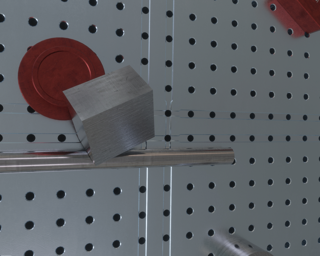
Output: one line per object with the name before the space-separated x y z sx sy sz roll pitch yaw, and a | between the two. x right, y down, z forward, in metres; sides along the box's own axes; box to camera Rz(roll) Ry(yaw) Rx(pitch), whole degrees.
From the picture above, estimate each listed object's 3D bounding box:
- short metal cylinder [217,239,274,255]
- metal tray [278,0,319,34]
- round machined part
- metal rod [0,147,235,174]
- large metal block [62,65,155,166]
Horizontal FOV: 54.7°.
short metal cylinder | 0.126 0.209 0.446 0.081 0.050 0.079 0 90 -20
metal tray | 0.258 -0.232 0.505 0.090 0.030 0.130 40 77 -16
round machined part | -0.113 -0.058 0.362 0.099 0.042 0.097 0 90 -20
metal rod | -0.041 0.040 0.397 0.303 0.025 0.025 0 90 -20
large metal block | -0.054 -0.014 0.356 0.081 0.080 0.050 -27 55 -20
